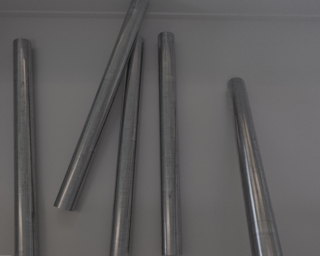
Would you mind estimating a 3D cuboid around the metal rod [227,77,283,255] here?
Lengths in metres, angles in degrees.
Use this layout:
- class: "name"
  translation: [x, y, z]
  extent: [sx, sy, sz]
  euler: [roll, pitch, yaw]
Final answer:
- class: "metal rod"
  translation: [0.096, 0.042, 0.325]
  extent: [0.025, 0.025, 0.300]
  euler: [4, 43, 2]

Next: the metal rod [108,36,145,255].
- class: "metal rod"
  translation: [-0.041, 0.011, 0.404]
  extent: [0.025, 0.025, 0.299]
  euler: [2, 70, 1]

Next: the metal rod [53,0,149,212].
- class: "metal rod"
  translation: [-0.072, -0.042, 0.408]
  extent: [0.025, 0.025, 0.299]
  euler: [16, 77, 6]

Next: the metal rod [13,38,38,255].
- class: "metal rod"
  translation: [-0.177, 0.015, 0.402]
  extent: [0.025, 0.025, 0.299]
  euler: [-9, 70, -3]

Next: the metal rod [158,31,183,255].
- class: "metal rod"
  translation: [0.011, 0.005, 0.407]
  extent: [0.025, 0.025, 0.299]
  euler: [-1, 70, 0]
